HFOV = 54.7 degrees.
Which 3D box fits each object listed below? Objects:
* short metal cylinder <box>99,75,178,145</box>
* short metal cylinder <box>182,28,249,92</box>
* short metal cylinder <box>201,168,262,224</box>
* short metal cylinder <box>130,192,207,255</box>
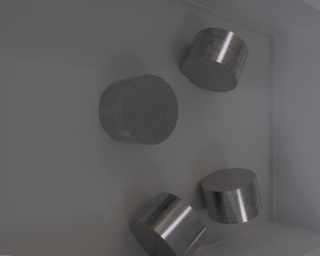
[{"bbox_3d":[-0.025,-0.021,0.369,0.081,0.050,0.080,0,90,-40],"label":"short metal cylinder"},{"bbox_3d":[0.077,-0.093,0.435,0.080,0.080,0.050,37,67,-34],"label":"short metal cylinder"},{"bbox_3d":[0.105,0.098,0.459,0.081,0.080,0.050,-23,105,-38],"label":"short metal cylinder"},{"bbox_3d":[0.010,0.126,0.379,0.050,0.080,0.080,-39,114,-33],"label":"short metal cylinder"}]
